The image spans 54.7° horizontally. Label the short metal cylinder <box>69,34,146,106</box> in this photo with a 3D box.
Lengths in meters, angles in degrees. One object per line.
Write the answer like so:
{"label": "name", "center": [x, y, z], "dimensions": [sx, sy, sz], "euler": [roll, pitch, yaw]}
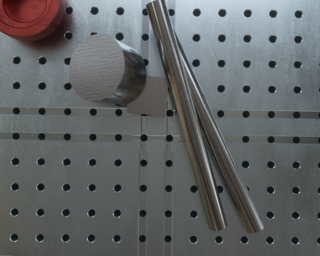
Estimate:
{"label": "short metal cylinder", "center": [-0.065, -0.070, 0.385], "dimensions": [0.080, 0.050, 0.080], "euler": [-1, 87, 26]}

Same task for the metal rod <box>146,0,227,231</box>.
{"label": "metal rod", "center": [0.036, -0.011, 0.397], "dimensions": [0.025, 0.025, 0.298], "euler": [-16, 96, 0]}

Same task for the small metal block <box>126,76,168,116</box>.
{"label": "small metal block", "center": [-0.016, -0.043, 0.413], "dimensions": [0.050, 0.025, 0.050], "euler": [6, 90, 0]}

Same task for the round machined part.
{"label": "round machined part", "center": [-0.172, -0.161, 0.403], "dimensions": [0.099, 0.042, 0.097], "euler": [0, 90, 0]}

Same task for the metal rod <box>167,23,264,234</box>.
{"label": "metal rod", "center": [0.065, -0.001, 0.413], "dimensions": [0.025, 0.025, 0.299], "euler": [-24, 90, 0]}
